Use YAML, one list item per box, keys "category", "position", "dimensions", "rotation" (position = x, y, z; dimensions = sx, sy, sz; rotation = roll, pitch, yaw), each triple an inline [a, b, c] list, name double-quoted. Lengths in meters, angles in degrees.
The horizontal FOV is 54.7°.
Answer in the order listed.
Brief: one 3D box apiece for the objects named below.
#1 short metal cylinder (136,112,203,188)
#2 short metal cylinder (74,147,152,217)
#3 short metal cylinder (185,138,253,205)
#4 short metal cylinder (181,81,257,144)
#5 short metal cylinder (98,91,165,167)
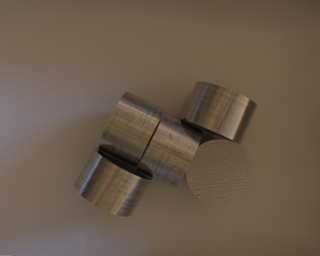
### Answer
- category: "short metal cylinder"
  position: [0.012, 0.027, 0.383]
  dimensions: [0.050, 0.080, 0.080]
  rotation: [27, 90, -1]
- category: "short metal cylinder"
  position: [-0.057, 0.065, 0.382]
  dimensions: [0.080, 0.080, 0.050]
  rotation: [29, 90, -1]
- category: "short metal cylinder"
  position: [0.071, 0.053, 0.398]
  dimensions: [0.081, 0.050, 0.079]
  rotation: [0, 90, -1]
- category: "short metal cylinder"
  position: [0.072, -0.018, 0.383]
  dimensions: [0.080, 0.080, 0.050]
  rotation: [23, 90, -1]
- category: "short metal cylinder"
  position: [-0.034, 0.001, 0.382]
  dimensions: [0.050, 0.080, 0.080]
  rotation: [26, 90, -1]
